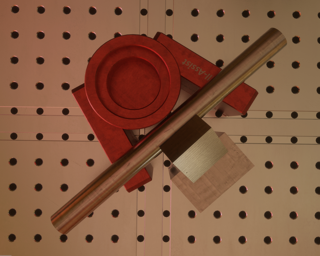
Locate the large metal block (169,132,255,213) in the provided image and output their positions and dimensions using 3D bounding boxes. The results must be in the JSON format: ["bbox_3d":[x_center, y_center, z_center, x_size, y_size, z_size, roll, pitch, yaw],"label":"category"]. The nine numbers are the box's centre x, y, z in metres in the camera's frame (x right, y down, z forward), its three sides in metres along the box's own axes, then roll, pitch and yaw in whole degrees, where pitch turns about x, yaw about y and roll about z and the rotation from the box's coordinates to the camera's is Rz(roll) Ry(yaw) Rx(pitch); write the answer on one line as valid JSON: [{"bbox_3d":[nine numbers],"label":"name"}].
[{"bbox_3d":[0.058,0.049,0.383,0.080,0.080,0.050,-41,91,0],"label":"large metal block"}]

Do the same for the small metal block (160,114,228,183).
[{"bbox_3d":[0.036,0.023,0.320,0.050,0.050,0.025,-43,46,0],"label":"small metal block"}]

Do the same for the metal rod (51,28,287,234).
[{"bbox_3d":[0.010,0.003,0.323,0.300,0.025,0.025,-41,91,-1],"label":"metal rod"}]

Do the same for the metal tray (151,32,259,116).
[{"bbox_3d":[0.046,-0.061,0.380,0.130,0.090,0.030,31,91,-1],"label":"metal tray"}]

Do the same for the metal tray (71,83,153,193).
[{"bbox_3d":[-0.053,0.008,0.380,0.030,0.090,0.130,-29,90,0],"label":"metal tray"}]

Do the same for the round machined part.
[{"bbox_3d":[-0.028,-0.047,0.336,0.099,0.042,0.097,0,90,-1],"label":"round machined part"}]
